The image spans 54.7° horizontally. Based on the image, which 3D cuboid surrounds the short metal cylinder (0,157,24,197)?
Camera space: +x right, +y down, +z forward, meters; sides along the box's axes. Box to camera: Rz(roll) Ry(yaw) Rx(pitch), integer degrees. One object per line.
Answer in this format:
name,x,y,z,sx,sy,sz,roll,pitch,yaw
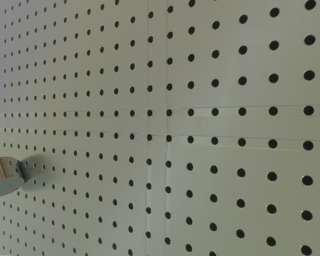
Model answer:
short metal cylinder,-0.335,0.104,0.650,0.080,0.081,0.050,-45,63,30
